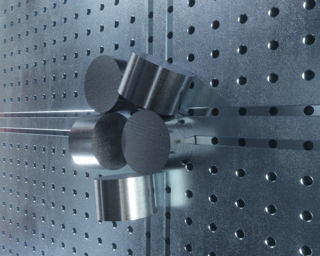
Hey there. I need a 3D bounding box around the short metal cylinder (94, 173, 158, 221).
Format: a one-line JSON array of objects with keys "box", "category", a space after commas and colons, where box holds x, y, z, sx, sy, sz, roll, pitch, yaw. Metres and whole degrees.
[{"box": [-0.045, 0.088, 0.410, 0.080, 0.081, 0.050, -8, 86, 40], "category": "short metal cylinder"}]

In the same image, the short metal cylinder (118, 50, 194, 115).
[{"box": [-0.005, -0.056, 0.378, 0.080, 0.081, 0.050, 35, 111, 34], "category": "short metal cylinder"}]

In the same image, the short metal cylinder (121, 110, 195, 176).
[{"box": [-0.003, 0.018, 0.396, 0.080, 0.050, 0.079, 1, 91, 39], "category": "short metal cylinder"}]

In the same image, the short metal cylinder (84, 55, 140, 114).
[{"box": [-0.064, -0.061, 0.445, 0.080, 0.050, 0.079, 0, 91, 41], "category": "short metal cylinder"}]

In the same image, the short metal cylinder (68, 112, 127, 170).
[{"box": [-0.081, 0.019, 0.442, 0.050, 0.081, 0.080, -3, 88, 39], "category": "short metal cylinder"}]
